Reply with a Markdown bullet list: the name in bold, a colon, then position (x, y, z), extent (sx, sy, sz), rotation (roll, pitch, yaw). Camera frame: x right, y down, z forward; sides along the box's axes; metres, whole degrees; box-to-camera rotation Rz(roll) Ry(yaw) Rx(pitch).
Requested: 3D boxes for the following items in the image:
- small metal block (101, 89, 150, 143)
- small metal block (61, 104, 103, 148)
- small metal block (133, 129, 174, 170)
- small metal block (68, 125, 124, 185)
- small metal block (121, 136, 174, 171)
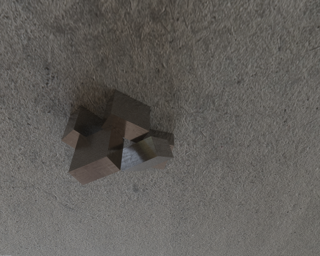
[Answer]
- **small metal block**: position (-0.040, -0.014, 0.380), extent (0.050, 0.050, 0.025), rotation (26, 125, -21)
- **small metal block**: position (-0.092, 0.006, 0.396), extent (0.025, 0.050, 0.050), rotation (-37, 121, 27)
- **small metal block**: position (-0.012, 0.029, 0.433), extent (0.050, 0.025, 0.050), rotation (12, 129, -11)
- **small metal block**: position (-0.071, 0.031, 0.352), extent (0.050, 0.050, 0.025), rotation (-23, 127, 18)
- **small metal block**: position (-0.018, 0.034, 0.388), extent (0.050, 0.025, 0.050), rotation (-25, 164, 19)
